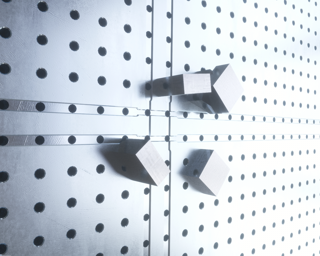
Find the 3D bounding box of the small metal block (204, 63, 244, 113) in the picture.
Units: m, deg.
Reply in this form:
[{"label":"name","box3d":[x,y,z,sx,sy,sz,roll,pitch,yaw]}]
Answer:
[{"label":"small metal block","box3d":[0.091,-0.057,0.452,0.050,0.025,0.050,-52,120,-27]}]

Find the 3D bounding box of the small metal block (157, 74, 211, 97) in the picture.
[{"label":"small metal block","box3d":[0.033,-0.058,0.419,0.050,0.050,0.025,-9,96,-40]}]

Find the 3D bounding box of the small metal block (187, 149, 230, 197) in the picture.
[{"label":"small metal block","box3d":[0.074,0.067,0.470,0.050,0.025,0.050,48,62,-29]}]

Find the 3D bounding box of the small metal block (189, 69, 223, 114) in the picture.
[{"label":"small metal block","box3d":[0.076,-0.054,0.472,0.050,0.025,0.050,27,73,-37]}]

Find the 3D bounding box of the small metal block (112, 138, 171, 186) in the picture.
[{"label":"small metal block","box3d":[-0.023,0.040,0.373,0.025,0.050,0.050,-47,118,-30]}]
